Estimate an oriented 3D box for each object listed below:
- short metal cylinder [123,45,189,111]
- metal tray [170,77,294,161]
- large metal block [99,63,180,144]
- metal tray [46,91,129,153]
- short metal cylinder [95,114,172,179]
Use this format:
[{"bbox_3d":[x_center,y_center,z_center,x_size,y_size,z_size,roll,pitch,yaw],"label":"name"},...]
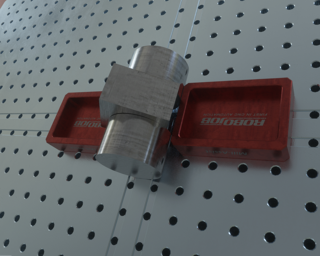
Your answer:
[{"bbox_3d":[-0.006,-0.064,0.415,0.080,0.080,0.050,1,63,29],"label":"short metal cylinder"},{"bbox_3d":[0.085,-0.012,0.367,0.130,0.030,0.090,1,62,28],"label":"metal tray"},{"bbox_3d":[-0.027,-0.027,0.385,0.080,0.080,0.050,17,66,-2],"label":"large metal block"},{"bbox_3d":[-0.099,-0.010,0.463,0.130,0.030,0.090,1,62,28],"label":"metal tray"},{"bbox_3d":[-0.031,0.024,0.374,0.080,0.080,0.050,2,63,29],"label":"short metal cylinder"}]
